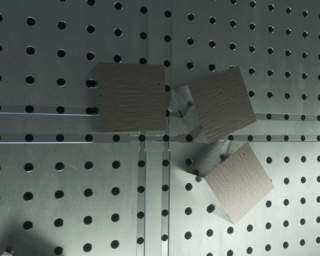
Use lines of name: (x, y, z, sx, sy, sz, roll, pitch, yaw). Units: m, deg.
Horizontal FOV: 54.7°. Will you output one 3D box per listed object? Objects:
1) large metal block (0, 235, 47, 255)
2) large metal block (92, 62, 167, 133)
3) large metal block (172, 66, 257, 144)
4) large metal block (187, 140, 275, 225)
large metal block: (-0.159, 0.181, 0.341, 0.080, 0.050, 0.080, 39, 77, -16)
large metal block: (-0.040, -0.036, 0.385, 0.081, 0.050, 0.079, -2, 91, -20)
large metal block: (0.075, -0.032, 0.428, 0.081, 0.050, 0.080, -23, 98, -19)
large metal block: (0.100, 0.073, 0.438, 0.080, 0.050, 0.080, -37, 102, -17)
